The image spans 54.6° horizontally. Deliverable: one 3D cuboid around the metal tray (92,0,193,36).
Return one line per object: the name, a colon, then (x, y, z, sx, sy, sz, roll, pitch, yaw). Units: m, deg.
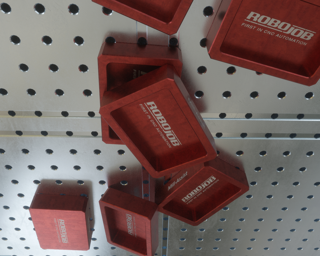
metal tray: (0.000, -0.159, 0.272, 0.090, 0.030, 0.129, 19, 128, -16)

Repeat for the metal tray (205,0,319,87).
metal tray: (0.124, -0.102, 0.322, 0.131, 0.030, 0.089, 13, 129, -11)

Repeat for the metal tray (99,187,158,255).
metal tray: (-0.050, 0.164, 0.526, 0.090, 0.030, 0.129, 15, 133, 17)

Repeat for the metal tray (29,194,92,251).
metal tray: (-0.172, 0.171, 0.552, 0.091, 0.030, 0.129, 4, 130, -4)

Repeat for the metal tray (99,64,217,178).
metal tray: (0.002, -0.001, 0.366, 0.090, 0.030, 0.130, -22, 127, 17)

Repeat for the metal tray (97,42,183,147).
metal tray: (-0.025, -0.035, 0.377, 0.091, 0.030, 0.129, 3, 130, -3)

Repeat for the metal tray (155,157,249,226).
metal tray: (0.063, 0.102, 0.494, 0.090, 0.030, 0.129, 29, 124, -23)
